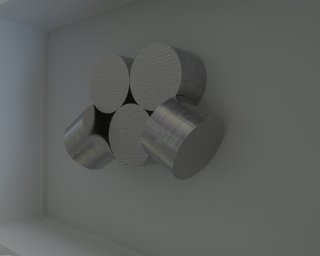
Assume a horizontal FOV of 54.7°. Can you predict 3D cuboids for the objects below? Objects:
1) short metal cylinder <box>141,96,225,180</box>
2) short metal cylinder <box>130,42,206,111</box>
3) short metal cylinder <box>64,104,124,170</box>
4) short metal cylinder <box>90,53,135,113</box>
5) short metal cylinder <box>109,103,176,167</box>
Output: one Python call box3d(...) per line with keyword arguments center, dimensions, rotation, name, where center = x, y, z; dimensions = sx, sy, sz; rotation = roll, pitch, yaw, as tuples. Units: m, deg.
box3d(center=(0.026, 0.011, 0.347), dimensions=(0.050, 0.081, 0.079), rotation=(37, 113, 34), name="short metal cylinder")
box3d(center=(0.009, -0.060, 0.381), dimensions=(0.080, 0.050, 0.080), rotation=(0, 90, 40), name="short metal cylinder")
box3d(center=(-0.088, 0.013, 0.442), dimensions=(0.050, 0.081, 0.080), rotation=(-37, 67, 34), name="short metal cylinder")
box3d(center=(-0.053, -0.059, 0.432), dimensions=(0.080, 0.050, 0.080), rotation=(0, 90, 40), name="short metal cylinder")
box3d(center=(-0.021, 0.009, 0.406), dimensions=(0.080, 0.050, 0.080), rotation=(0, 90, 40), name="short metal cylinder")
